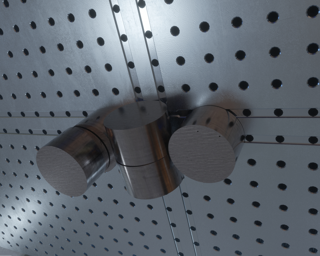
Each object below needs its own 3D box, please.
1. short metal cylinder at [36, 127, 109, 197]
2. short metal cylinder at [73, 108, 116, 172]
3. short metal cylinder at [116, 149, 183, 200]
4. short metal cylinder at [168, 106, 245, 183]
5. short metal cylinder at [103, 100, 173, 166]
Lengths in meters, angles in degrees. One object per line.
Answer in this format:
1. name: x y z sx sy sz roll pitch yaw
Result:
1. short metal cylinder: -0.117 0.045 0.418 0.080 0.050 0.079 13 124 21
2. short metal cylinder: -0.085 0.018 0.451 0.080 0.050 0.079 13 124 20
3. short metal cylinder: -0.013 0.049 0.413 0.080 0.080 0.050 -1 118 29
4. short metal cylinder: 0.057 0.019 0.376 0.080 0.050 0.079 13 124 20
5. short metal cylinder: -0.025 0.004 0.392 0.080 0.080 0.050 1 120 28
